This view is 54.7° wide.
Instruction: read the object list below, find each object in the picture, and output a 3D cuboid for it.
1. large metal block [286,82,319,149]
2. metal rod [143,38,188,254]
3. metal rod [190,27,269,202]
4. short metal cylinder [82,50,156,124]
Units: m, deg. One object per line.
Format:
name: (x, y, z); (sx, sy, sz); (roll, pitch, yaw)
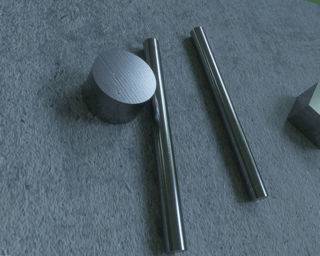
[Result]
large metal block: (0.286, -0.023, 0.556); (0.080, 0.050, 0.080); (42, 51, 0)
metal rod: (0.002, 0.002, 0.403); (0.025, 0.025, 0.299); (7, 58, -25)
metal rod: (0.100, -0.036, 0.479); (0.025, 0.025, 0.299); (-1, 62, -29)
short metal cylinder: (-0.052, -0.051, 0.391); (0.081, 0.050, 0.080); (14, 56, -21)
